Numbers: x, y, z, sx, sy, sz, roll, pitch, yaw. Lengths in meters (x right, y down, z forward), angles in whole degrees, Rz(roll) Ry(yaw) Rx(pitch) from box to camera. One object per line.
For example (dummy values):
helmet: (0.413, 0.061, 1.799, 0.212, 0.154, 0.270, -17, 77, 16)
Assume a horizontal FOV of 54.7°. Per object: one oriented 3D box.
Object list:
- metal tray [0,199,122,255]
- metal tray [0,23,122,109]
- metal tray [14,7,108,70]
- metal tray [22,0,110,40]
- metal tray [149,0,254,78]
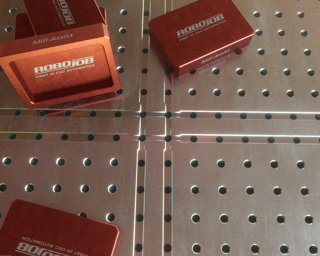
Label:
metal tray: (-0.120, 0.143, 0.356, 0.131, 0.030, 0.090, 14, 70, 4)
metal tray: (-0.123, -0.077, 0.401, 0.131, 0.090, 0.030, -13, 51, -5)
metal tray: (-0.141, -0.127, 0.454, 0.131, 0.030, 0.090, -6, 70, -3)
metal tray: (-0.136, -0.164, 0.435, 0.091, 0.030, 0.130, -23, 72, -9)
metal tray: (0.060, -0.141, 0.462, 0.131, 0.030, 0.090, -26, 72, -10)
